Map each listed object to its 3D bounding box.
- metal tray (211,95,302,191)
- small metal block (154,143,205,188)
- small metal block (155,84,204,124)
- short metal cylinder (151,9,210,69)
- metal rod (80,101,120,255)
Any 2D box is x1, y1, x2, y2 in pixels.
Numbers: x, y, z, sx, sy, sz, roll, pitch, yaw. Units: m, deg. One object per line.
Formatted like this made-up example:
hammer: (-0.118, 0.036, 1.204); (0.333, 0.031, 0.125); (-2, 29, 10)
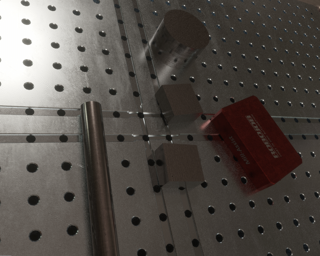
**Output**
metal tray: (0.149, 0.019, 0.476); (0.091, 0.030, 0.130); (-22, 74, -36)
small metal block: (0.024, 0.048, 0.393); (0.050, 0.025, 0.050); (5, 60, -26)
small metal block: (0.027, -0.035, 0.446); (0.050, 0.025, 0.050); (-8, 66, -32)
short metal cylinder: (0.032, -0.142, 0.498); (0.081, 0.050, 0.080); (14, 56, -21)
metal rod: (-0.057, 0.105, 0.314); (0.025, 0.025, 0.299); (3, 61, -27)
